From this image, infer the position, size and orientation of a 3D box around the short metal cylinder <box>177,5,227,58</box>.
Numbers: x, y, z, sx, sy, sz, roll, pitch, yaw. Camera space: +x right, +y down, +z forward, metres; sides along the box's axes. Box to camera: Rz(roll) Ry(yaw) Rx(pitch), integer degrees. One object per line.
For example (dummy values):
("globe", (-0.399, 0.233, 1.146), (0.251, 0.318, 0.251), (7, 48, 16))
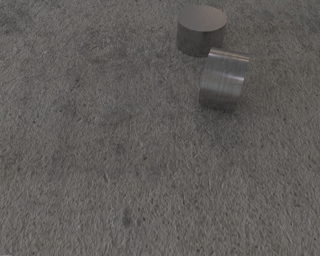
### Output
("short metal cylinder", (0.069, -0.165, 0.526), (0.080, 0.050, 0.080), (0, 50, 0))

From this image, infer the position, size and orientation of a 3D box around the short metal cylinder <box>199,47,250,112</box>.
("short metal cylinder", (0.088, -0.066, 0.424), (0.050, 0.080, 0.080), (14, 52, 12))
